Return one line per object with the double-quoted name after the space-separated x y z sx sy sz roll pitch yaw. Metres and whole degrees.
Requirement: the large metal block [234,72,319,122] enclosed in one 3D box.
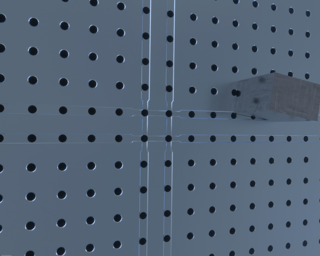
0.166 -0.040 0.444 0.081 0.080 0.050 10 87 -20 "large metal block"
